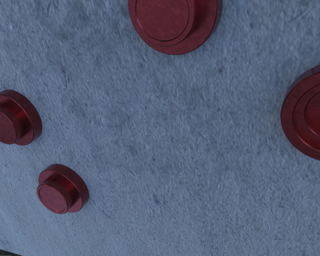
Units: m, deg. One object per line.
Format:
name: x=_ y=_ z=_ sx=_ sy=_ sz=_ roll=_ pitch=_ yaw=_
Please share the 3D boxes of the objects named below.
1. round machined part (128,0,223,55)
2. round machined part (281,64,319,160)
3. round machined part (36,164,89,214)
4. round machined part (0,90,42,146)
round machined part: x=0.010 y=-0.121 z=0.315 sx=0.098 sy=0.042 sz=0.097 roll=13 pitch=124 yaw=20
round machined part: x=0.170 y=-0.018 z=0.295 sx=0.098 sy=0.042 sz=0.097 roll=13 pitch=124 yaw=20
round machined part: x=-0.182 y=0.117 z=0.561 sx=0.098 sy=0.042 sz=0.097 roll=13 pitch=124 yaw=20
round machined part: x=-0.252 y=-0.011 z=0.518 sx=0.098 sy=0.042 sz=0.097 roll=13 pitch=124 yaw=20
